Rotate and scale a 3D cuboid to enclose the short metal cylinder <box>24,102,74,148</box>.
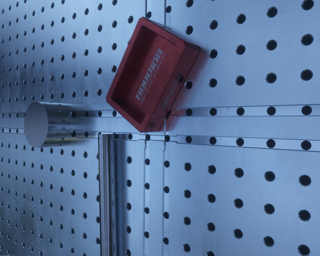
[{"bbox_3d":[-0.199,-0.006,0.554,0.080,0.050,0.079,0,90,39],"label":"short metal cylinder"}]

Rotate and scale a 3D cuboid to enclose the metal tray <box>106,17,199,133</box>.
[{"bbox_3d":[-0.015,-0.070,0.416,0.090,0.030,0.129,40,114,32],"label":"metal tray"}]

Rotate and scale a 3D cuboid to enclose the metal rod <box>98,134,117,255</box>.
[{"bbox_3d":[-0.079,0.158,0.471,0.025,0.025,0.298,-2,89,39],"label":"metal rod"}]
